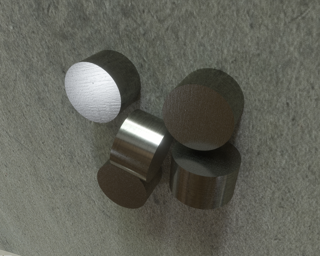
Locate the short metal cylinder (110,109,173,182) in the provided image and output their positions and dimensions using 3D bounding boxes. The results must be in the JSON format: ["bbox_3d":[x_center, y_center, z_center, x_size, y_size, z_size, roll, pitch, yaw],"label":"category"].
[{"bbox_3d":[-0.020,0.022,0.394,0.050,0.080,0.079,25,127,12],"label":"short metal cylinder"}]

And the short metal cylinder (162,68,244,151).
[{"bbox_3d":[0.050,-0.021,0.350,0.080,0.050,0.079,13,124,20],"label":"short metal cylinder"}]

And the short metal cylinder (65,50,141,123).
[{"bbox_3d":[-0.072,-0.053,0.394,0.080,0.050,0.079,13,124,20],"label":"short metal cylinder"}]

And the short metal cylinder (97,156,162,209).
[{"bbox_3d":[-0.044,0.071,0.455,0.080,0.050,0.079,14,126,20],"label":"short metal cylinder"}]

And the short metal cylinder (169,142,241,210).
[{"bbox_3d":[0.053,0.051,0.374,0.080,0.080,0.050,16,125,19],"label":"short metal cylinder"}]
